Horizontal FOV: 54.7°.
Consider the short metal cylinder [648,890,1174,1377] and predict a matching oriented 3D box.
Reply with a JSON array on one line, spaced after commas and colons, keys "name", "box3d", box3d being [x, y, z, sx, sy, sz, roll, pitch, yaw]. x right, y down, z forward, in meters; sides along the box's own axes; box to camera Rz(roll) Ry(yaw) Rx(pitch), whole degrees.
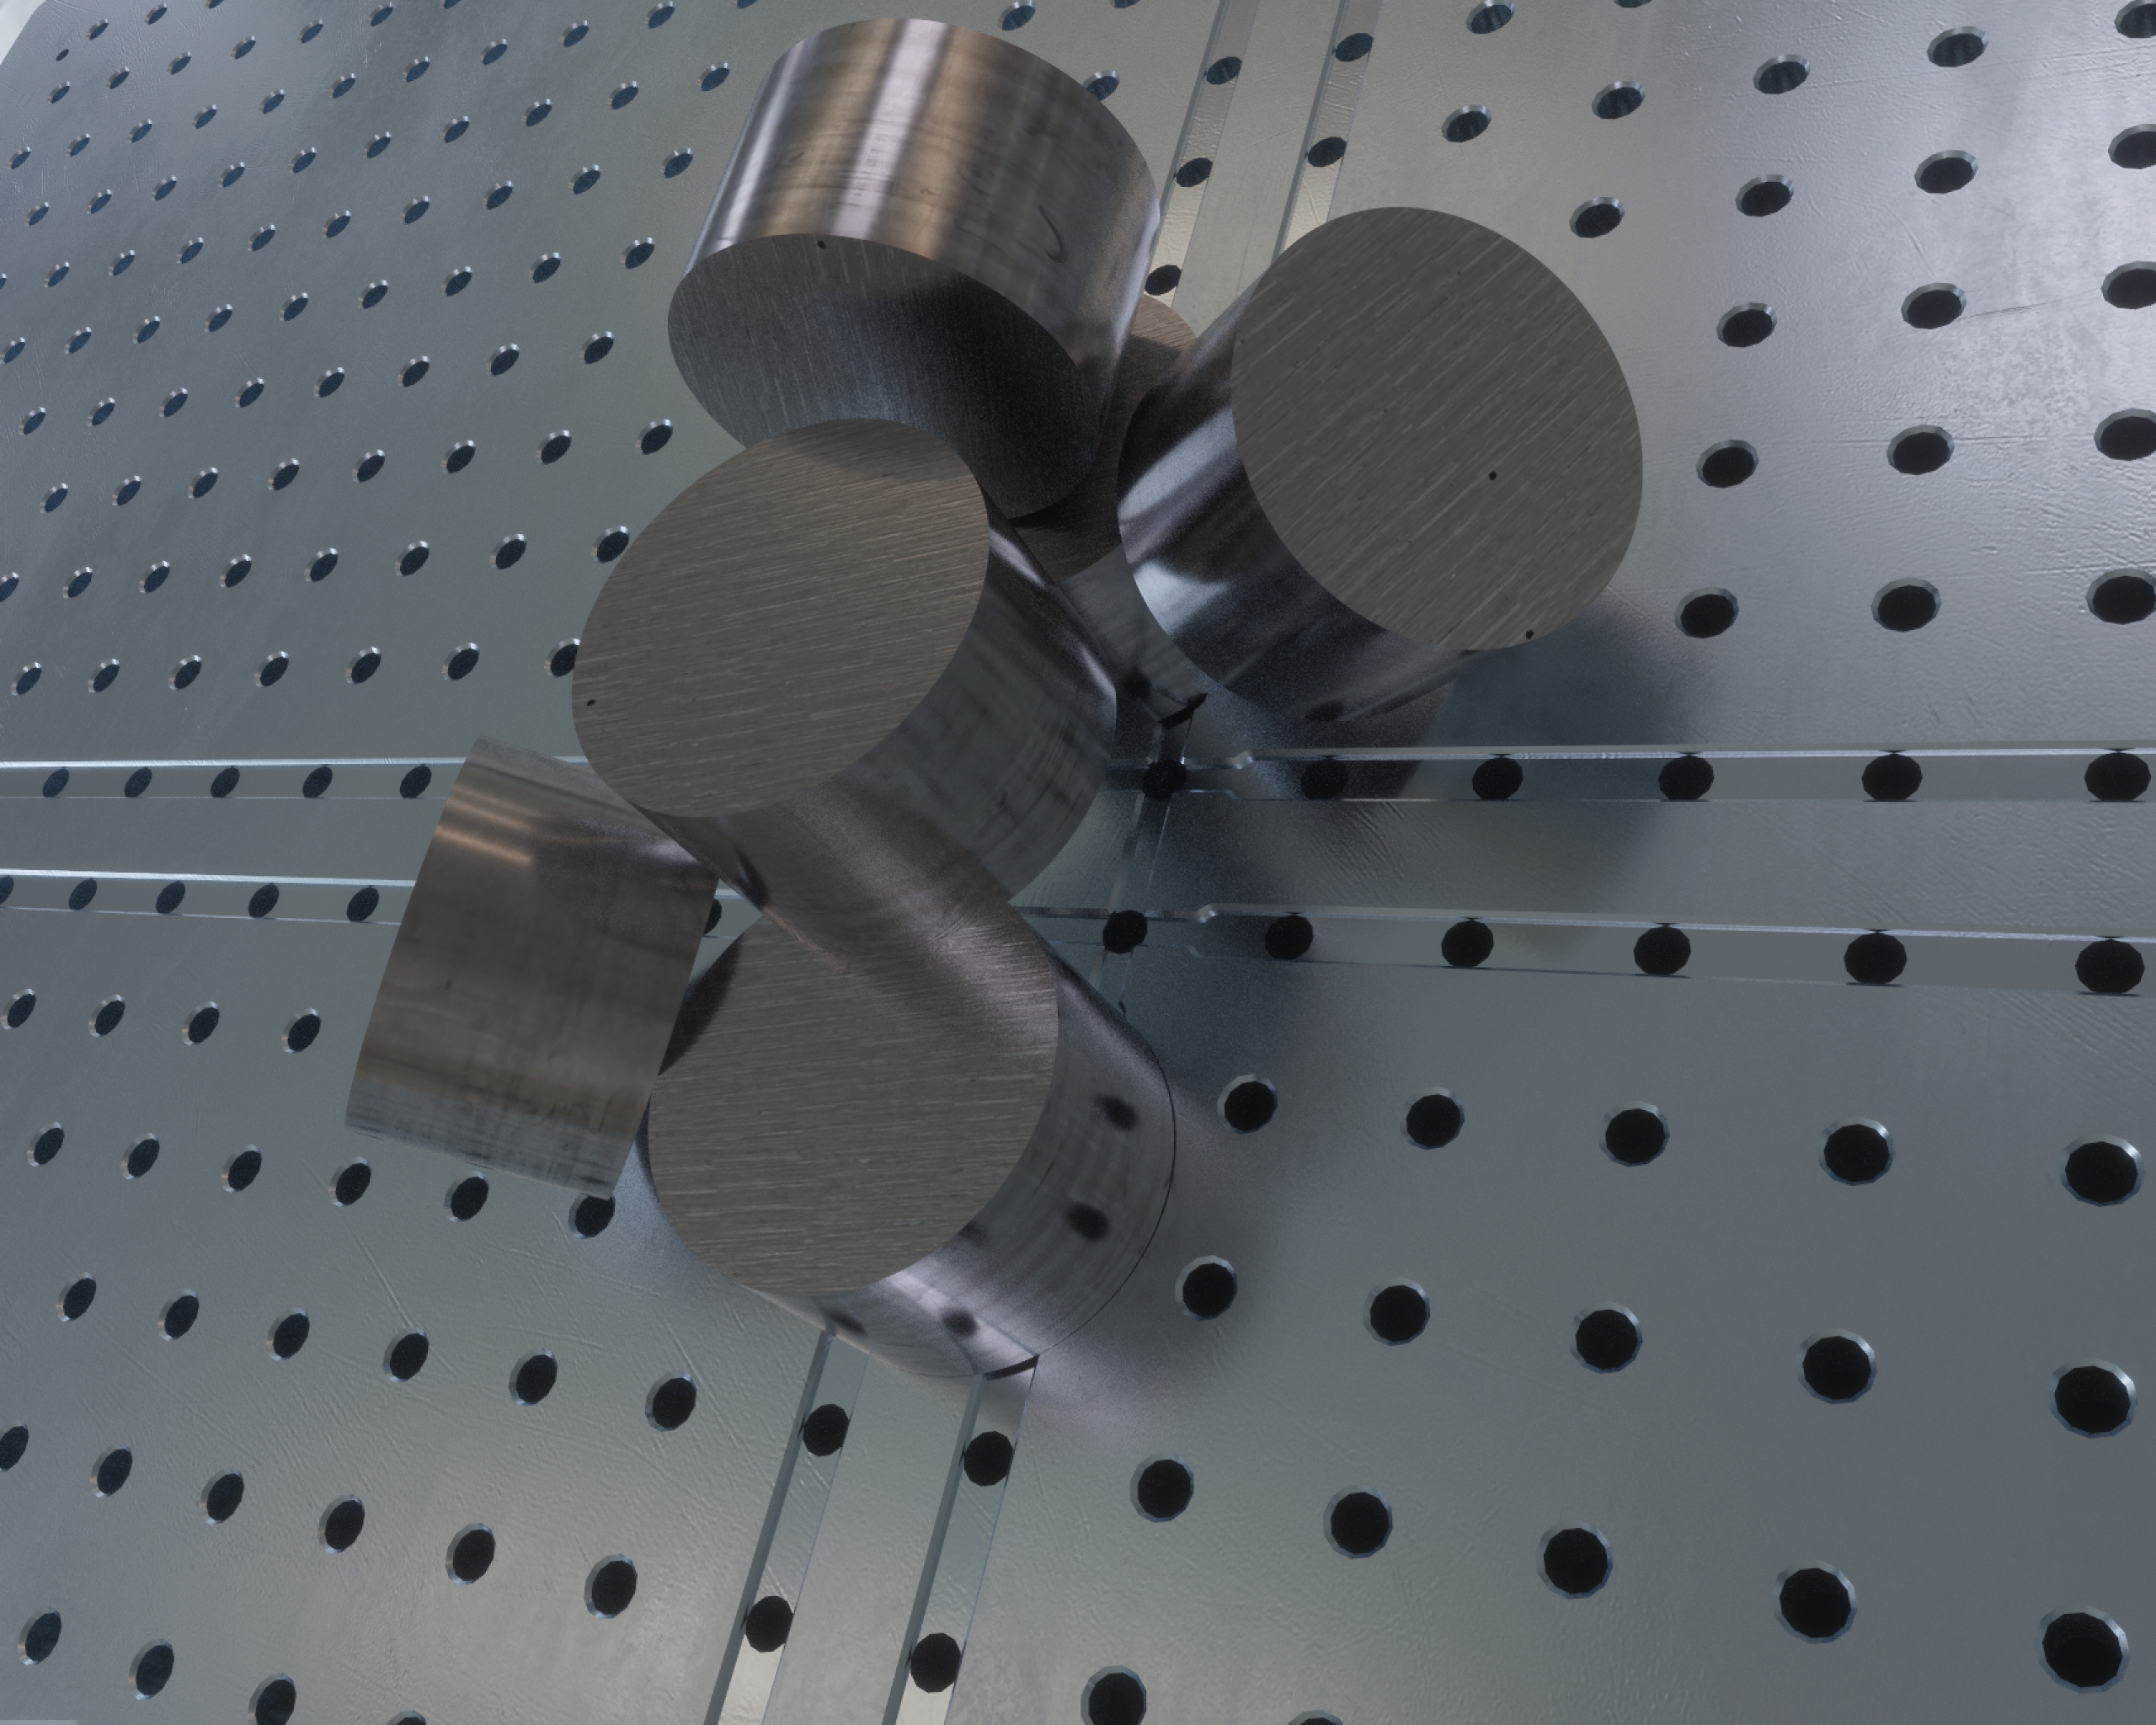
[{"name": "short metal cylinder", "box3d": [-0.029, 0.047, 0.378, 0.080, 0.050, 0.080, -13, 57, 21]}]

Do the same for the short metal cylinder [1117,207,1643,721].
[{"name": "short metal cylinder", "box3d": [0.054, -0.070, 0.379, 0.080, 0.080, 0.050, -66, 15, -19]}]

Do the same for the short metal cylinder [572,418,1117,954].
[{"name": "short metal cylinder", "box3d": [-0.040, -0.031, 0.367, 0.080, 0.050, 0.080, -13, 56, 21]}]

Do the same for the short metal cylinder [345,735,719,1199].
[{"name": "short metal cylinder", "box3d": [-0.104, 0.021, 0.408, 0.050, 0.080, 0.080, 18, 64, -12]}]

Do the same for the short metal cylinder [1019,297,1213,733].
[{"name": "short metal cylinder", "box3d": [-0.001, -0.073, 0.437, 0.080, 0.050, 0.080, -13, 57, 21]}]

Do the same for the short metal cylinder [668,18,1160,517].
[{"name": "short metal cylinder", "box3d": [-0.029, -0.107, 0.388, 0.080, 0.080, 0.050, 0, 62, 28]}]
